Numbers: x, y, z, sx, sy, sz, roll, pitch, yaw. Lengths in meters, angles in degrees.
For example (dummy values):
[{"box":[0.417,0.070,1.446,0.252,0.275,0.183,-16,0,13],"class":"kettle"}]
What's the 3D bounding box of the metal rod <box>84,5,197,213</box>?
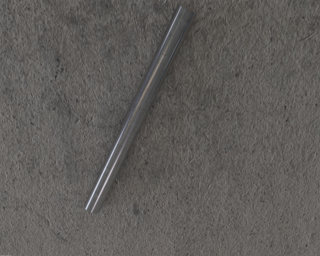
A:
[{"box":[-0.034,-0.011,0.405,0.025,0.025,0.298,24,108,-9],"class":"metal rod"}]
